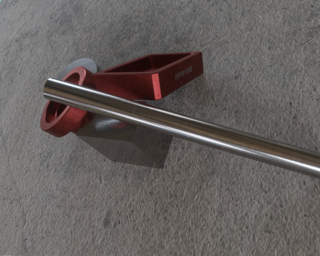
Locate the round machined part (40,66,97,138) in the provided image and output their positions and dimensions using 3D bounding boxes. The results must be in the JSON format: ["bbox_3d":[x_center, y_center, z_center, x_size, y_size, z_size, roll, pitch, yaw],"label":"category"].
[{"bbox_3d":[-0.113,-0.030,0.414,0.098,0.042,0.098,-30,42,32],"label":"round machined part"}]

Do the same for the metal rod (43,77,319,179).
[{"bbox_3d":[0.022,-0.002,0.318,0.301,0.025,0.025,16,68,8],"label":"metal rod"}]

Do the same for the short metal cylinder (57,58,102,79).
[{"bbox_3d":[-0.119,-0.063,0.488,0.080,0.050,0.080,-13,56,20],"label":"short metal cylinder"}]

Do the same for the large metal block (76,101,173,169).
[{"bbox_3d":[-0.040,0.008,0.384,0.080,0.080,0.050,5,64,30],"label":"large metal block"}]

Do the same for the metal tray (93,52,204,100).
[{"bbox_3d":[-0.010,-0.071,0.400,0.090,0.030,0.131,5,24,30],"label":"metal tray"}]
